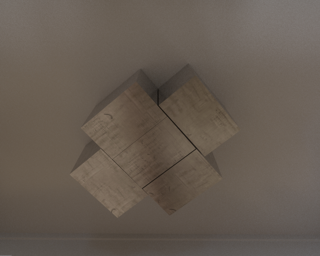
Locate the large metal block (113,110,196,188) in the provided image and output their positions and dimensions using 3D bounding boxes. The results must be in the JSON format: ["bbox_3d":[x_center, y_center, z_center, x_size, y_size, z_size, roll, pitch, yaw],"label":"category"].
[{"bbox_3d":[-0.007,0.016,0.387,0.080,0.080,0.050,-38,106,12],"label":"large metal block"}]

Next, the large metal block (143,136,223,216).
[{"bbox_3d":[0.026,0.052,0.401,0.080,0.080,0.050,-38,106,12],"label":"large metal block"}]

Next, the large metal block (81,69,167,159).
[{"bbox_3d":[-0.039,-0.020,0.373,0.080,0.080,0.050,-38,106,12],"label":"large metal block"}]

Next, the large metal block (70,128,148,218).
[{"bbox_3d":[-0.059,0.053,0.400,0.050,0.080,0.080,-39,106,13],"label":"large metal block"}]

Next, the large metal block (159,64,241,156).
[{"bbox_3d":[0.044,-0.025,0.373,0.050,0.080,0.080,-39,106,13],"label":"large metal block"}]
